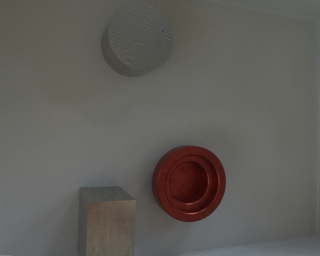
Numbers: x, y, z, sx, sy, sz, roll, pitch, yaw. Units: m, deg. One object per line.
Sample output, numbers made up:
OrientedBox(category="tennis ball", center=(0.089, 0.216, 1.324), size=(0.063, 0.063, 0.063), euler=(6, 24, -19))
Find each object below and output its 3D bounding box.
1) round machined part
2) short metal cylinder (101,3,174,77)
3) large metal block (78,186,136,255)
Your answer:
OrientedBox(category="round machined part", center=(0.035, 0.072, 0.416), size=(0.099, 0.042, 0.097), euler=(0, 90, -21))
OrientedBox(category="short metal cylinder", center=(-0.029, -0.107, 0.387), size=(0.081, 0.050, 0.079), euler=(0, 90, -21))
OrientedBox(category="large metal block", center=(-0.064, 0.115, 0.358), size=(0.050, 0.080, 0.079), euler=(2, 90, -20))
